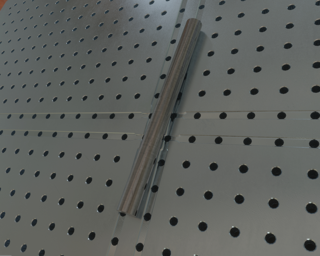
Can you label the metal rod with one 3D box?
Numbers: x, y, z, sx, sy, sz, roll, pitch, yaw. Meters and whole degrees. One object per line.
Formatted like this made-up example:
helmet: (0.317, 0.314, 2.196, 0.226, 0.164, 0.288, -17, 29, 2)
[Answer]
metal rod: (0.007, -0.030, 0.423, 0.025, 0.025, 0.300, 6, 64, 31)
